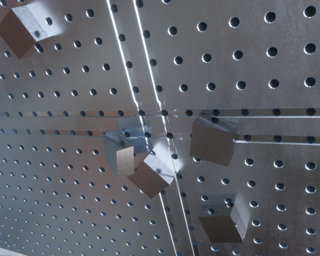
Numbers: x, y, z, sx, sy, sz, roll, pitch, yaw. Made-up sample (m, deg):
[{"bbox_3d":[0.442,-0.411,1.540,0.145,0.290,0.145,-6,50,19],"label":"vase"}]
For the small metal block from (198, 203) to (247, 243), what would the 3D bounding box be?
[{"bbox_3d":[0.091,0.138,0.448,0.050,0.025,0.050,-15,111,34],"label":"small metal block"}]

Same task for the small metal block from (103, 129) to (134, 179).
[{"bbox_3d":[-0.060,0.037,0.448,0.050,0.025,0.050,44,141,46],"label":"small metal block"}]

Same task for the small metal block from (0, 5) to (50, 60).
[{"bbox_3d":[-0.190,-0.131,0.428,0.050,0.025,0.050,-27,104,37],"label":"small metal block"}]

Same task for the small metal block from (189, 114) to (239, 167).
[{"bbox_3d":[0.066,0.015,0.385,0.050,0.025,0.050,15,124,19],"label":"small metal block"}]

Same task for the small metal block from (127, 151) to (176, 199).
[{"bbox_3d":[-0.013,0.071,0.461,0.050,0.025,0.050,42,129,-2],"label":"small metal block"}]
